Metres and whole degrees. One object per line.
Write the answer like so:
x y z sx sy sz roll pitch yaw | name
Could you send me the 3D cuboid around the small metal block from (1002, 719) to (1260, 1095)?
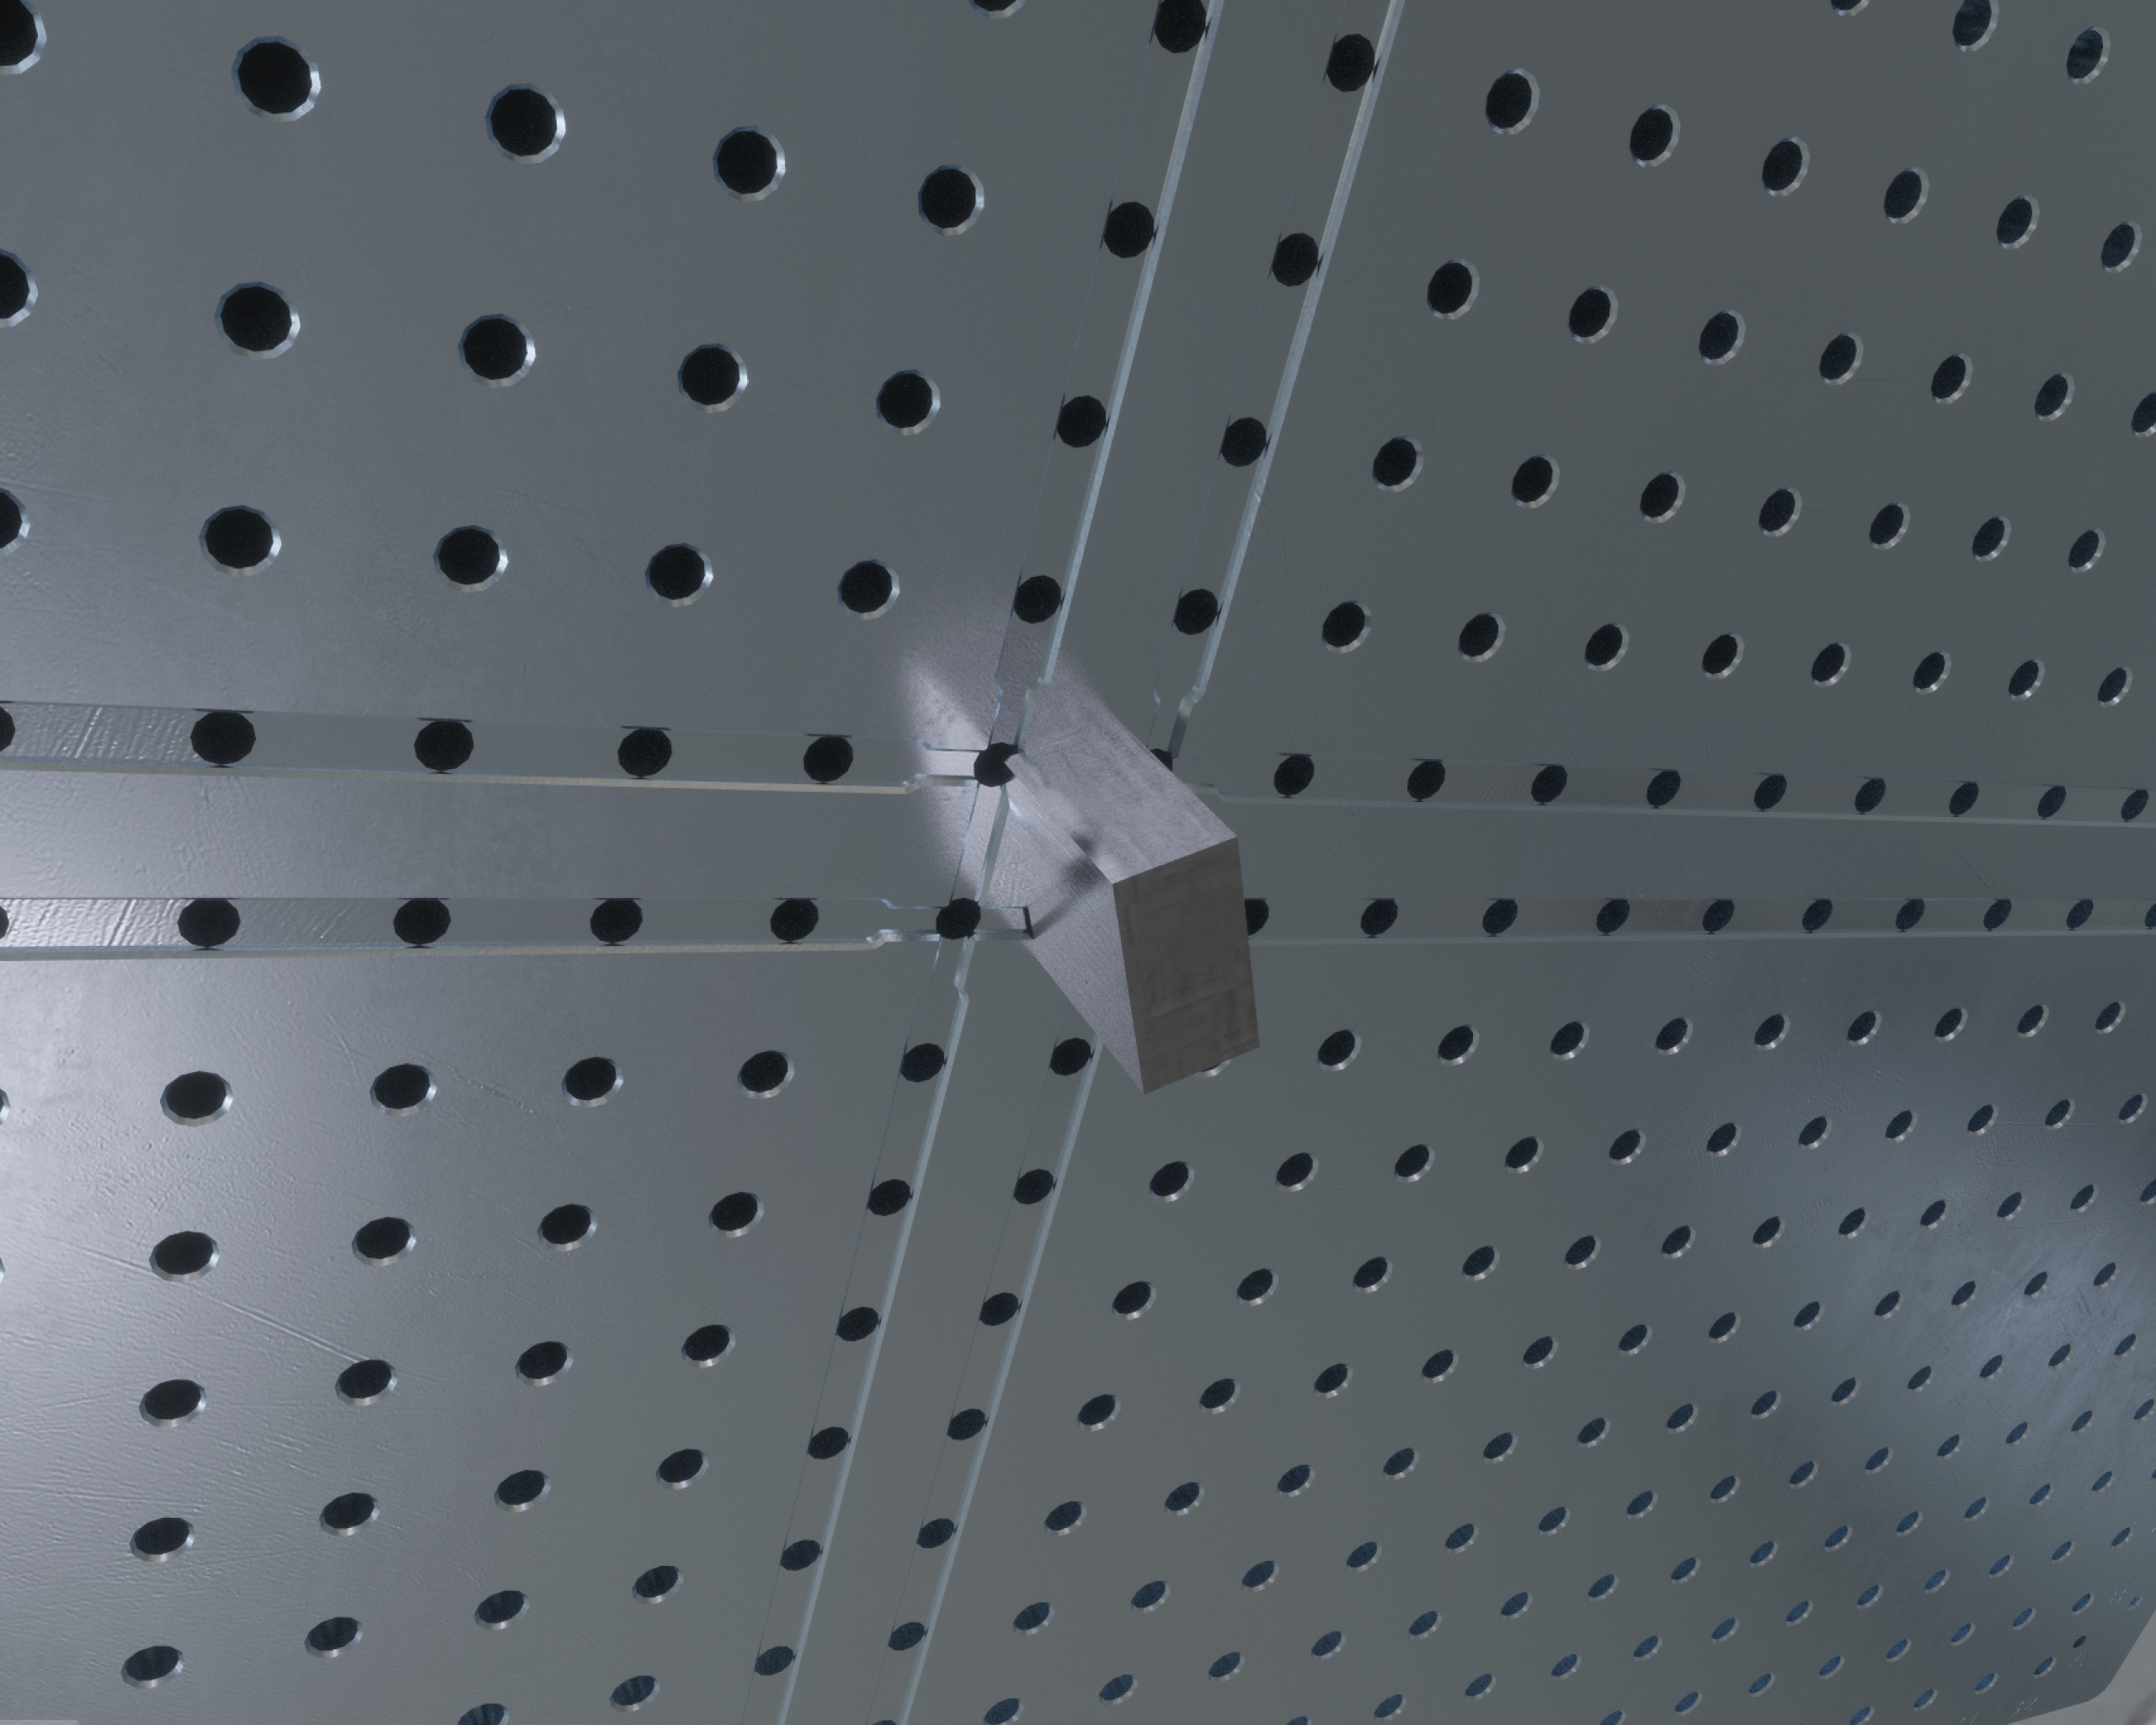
0.010 0.008 0.405 0.025 0.050 0.050 -21 126 -16 | small metal block
